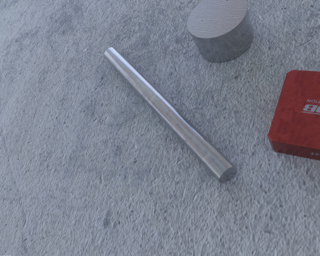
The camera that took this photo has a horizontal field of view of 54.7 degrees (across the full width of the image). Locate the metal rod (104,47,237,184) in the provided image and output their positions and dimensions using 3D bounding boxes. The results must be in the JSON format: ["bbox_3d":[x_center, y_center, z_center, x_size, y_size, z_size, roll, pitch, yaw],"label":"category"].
[{"bbox_3d":[-0.004,-0.037,0.427,0.025,0.025,0.300,-41,51,0],"label":"metal rod"}]

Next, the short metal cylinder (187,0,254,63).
[{"bbox_3d":[0.084,-0.137,0.427,0.080,0.050,0.080,-13,56,20],"label":"short metal cylinder"}]

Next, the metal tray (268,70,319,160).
[{"bbox_3d":[0.186,-0.010,0.309,0.130,0.030,0.090,11,67,32],"label":"metal tray"}]
